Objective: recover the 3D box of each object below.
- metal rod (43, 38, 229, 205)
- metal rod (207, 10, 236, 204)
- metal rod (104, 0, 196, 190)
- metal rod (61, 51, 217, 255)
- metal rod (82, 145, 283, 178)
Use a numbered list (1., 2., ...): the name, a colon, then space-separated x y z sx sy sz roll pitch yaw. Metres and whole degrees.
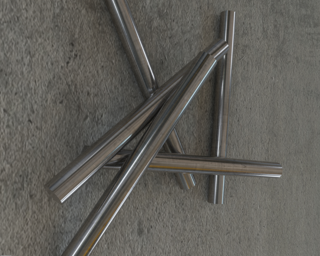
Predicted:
1. metal rod: -0.006 -0.027 0.365 0.301 0.025 0.025 -44 117 -31
2. metal rod: 0.097 -0.034 0.485 0.025 0.025 0.298 7 85 -40
3. metal rod: -0.013 -0.053 0.392 0.025 0.025 0.299 -34 111 -35
4. metal rod: -0.027 0.042 0.338 0.025 0.025 0.300 40 79 -33
5. metal rod: 0.049 0.048 0.409 0.302 0.025 0.025 7 85 -29
